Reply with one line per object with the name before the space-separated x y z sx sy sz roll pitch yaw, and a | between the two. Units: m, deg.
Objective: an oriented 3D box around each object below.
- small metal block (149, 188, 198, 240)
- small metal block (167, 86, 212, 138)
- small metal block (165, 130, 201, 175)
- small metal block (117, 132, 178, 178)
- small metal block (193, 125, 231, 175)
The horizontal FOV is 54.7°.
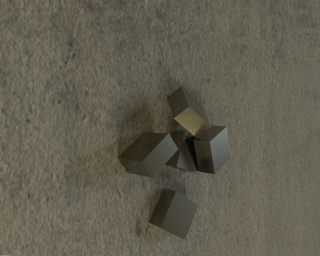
small metal block | 0.020 0.117 0.424 0.050 0.025 0.050 38 67 -34
small metal block | 0.039 -0.022 0.422 0.050 0.025 0.050 39 22 -33
small metal block | 0.038 0.035 0.439 0.050 0.025 0.050 23 76 -38
small metal block | -0.015 0.031 0.378 0.050 0.050 0.025 -46 118 -31
small metal block | 0.075 0.030 0.437 0.050 0.025 0.050 -34 120 -45
